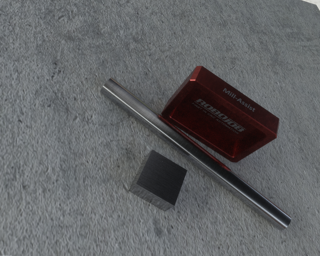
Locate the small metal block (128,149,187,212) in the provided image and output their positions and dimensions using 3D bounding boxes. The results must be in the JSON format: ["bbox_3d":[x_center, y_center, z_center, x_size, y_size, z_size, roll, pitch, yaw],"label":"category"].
[{"bbox_3d":[-0.002,0.062,0.367,0.050,0.025,0.050,32,51,-8],"label":"small metal block"}]

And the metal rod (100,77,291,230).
[{"bbox_3d":[0.049,0.036,0.409,0.301,0.025,0.025,38,51,-3],"label":"metal rod"}]

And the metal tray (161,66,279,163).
[{"bbox_3d":[0.078,-0.014,0.414,0.130,0.090,0.030,33,51,-7],"label":"metal tray"}]
